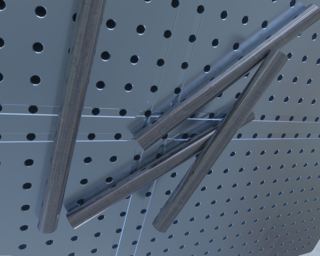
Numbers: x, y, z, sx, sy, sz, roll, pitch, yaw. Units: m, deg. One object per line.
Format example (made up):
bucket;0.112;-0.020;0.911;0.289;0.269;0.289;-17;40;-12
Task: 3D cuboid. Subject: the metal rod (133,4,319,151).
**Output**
metal rod;0.092;-0.070;0.417;0.301;0.025;0.025;-37;129;-4

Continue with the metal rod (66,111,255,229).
metal rod;0.007;0.052;0.446;0.301;0.025;0.025;-30;129;-9

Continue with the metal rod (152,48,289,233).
metal rod;0.077;0.026;0.434;0.025;0.025;0.299;23;106;-37

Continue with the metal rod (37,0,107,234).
metal rod;-0.105;0.000;0.352;0.025;0.025;0.298;4;116;-30
